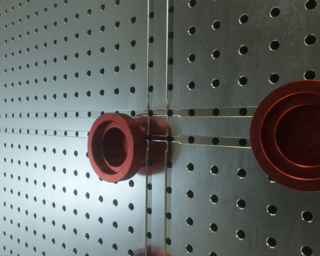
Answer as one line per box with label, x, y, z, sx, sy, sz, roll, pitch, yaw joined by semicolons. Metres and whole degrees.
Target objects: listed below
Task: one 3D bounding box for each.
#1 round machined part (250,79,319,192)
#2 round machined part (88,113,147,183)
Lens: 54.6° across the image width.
round machined part;0.138;0.007;0.285;0.098;0.042;0.097;0;90;40
round machined part;-0.057;0.027;0.447;0.098;0.042;0.097;0;90;40
